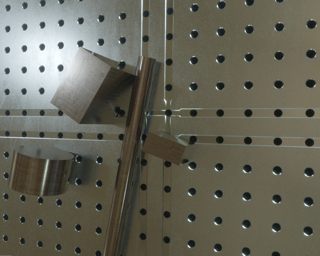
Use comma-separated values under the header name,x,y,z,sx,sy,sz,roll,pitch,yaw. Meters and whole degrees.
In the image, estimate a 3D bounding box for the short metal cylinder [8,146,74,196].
name,x,y,z,sx,sy,sz,roll,pitch,yaw
short metal cylinder,-0.168,0.059,0.441,0.080,0.080,0.050,13,95,19

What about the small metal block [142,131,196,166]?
name,x,y,z,sx,sy,sz,roll,pitch,yaw
small metal block,0.013,0.024,0.394,0.050,0.050,0.025,20,97,18

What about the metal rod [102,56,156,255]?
name,x,y,z,sx,sy,sz,roll,pitch,yaw
metal rod,-0.045,0.052,0.427,0.025,0.025,0.298,12,94,19

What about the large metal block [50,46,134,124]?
name,x,y,z,sx,sy,sz,roll,pitch,yaw
large metal block,-0.084,-0.052,0.412,0.050,0.080,0.080,35,101,16
